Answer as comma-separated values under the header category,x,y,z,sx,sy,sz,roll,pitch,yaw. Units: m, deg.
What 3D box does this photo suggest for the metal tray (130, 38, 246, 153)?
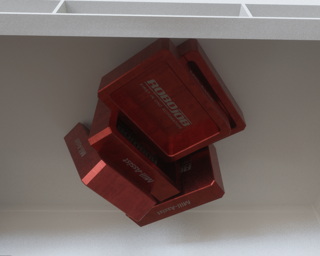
category,x,y,z,sx,sy,sz,roll,pitch,yaw
metal tray,0.036,-0.032,0.379,0.090,0.030,0.130,-26,125,22

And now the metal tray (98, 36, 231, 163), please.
category,x,y,z,sx,sy,sz,roll,pitch,yaw
metal tray,0.008,-0.024,0.344,0.090,0.030,0.130,-29,124,22

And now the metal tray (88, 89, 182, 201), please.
category,x,y,z,sx,sy,sz,roll,pitch,yaw
metal tray,-0.024,0.019,0.379,0.030,0.090,0.130,-30,124,22

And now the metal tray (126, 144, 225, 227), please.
category,x,y,z,sx,sy,sz,roll,pitch,yaw
metal tray,0.017,0.072,0.426,0.130,0.090,0.030,-26,126,20

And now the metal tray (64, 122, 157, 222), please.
category,x,y,z,sx,sy,sz,roll,pitch,yaw
metal tray,-0.065,0.049,0.381,0.030,0.130,0.090,-47,121,-3
